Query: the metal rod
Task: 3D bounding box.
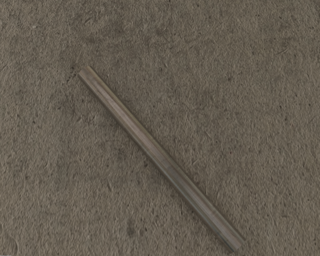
[{"bbox_3d":[-0.007,0.030,0.397,0.025,0.025,0.300,-39,75,-13],"label":"metal rod"}]
